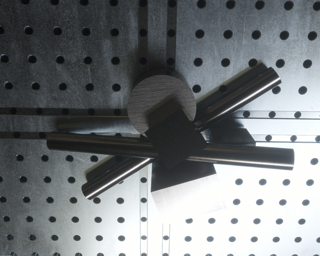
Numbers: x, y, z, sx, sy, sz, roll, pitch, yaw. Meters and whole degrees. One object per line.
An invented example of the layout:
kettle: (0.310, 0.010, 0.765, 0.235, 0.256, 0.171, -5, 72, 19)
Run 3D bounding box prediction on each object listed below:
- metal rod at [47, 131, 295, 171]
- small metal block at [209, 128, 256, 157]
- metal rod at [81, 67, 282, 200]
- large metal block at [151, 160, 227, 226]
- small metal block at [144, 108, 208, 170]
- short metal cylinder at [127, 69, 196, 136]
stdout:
metal rod: (0.003, 0.026, 0.382, 0.301, 0.025, 0.025, 4, 111, 12)
small metal block: (0.092, 0.020, 0.405, 0.050, 0.050, 0.025, 1, 110, 1)
metal rod: (0.020, 0.013, 0.415, 0.300, 0.025, 0.025, -32, 107, 11)
large metal block: (0.035, 0.072, 0.406, 0.080, 0.080, 0.050, -17, 109, 6)
small metal block: (0.019, 0.012, 0.352, 0.050, 0.025, 0.050, -34, 84, 11)
short metal cylinder: (0.002, -0.031, 0.385, 0.081, 0.050, 0.079, 0, 109, 0)
